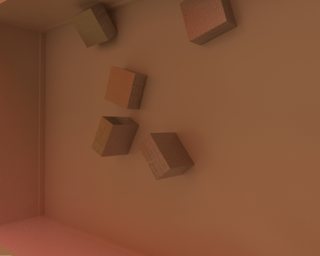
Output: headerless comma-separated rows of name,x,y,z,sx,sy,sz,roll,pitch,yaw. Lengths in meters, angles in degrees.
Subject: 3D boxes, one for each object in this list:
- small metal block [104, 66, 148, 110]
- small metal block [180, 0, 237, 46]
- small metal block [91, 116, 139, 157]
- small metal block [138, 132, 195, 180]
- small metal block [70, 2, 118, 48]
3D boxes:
small metal block,-0.050,-0.058,0.446,0.050,0.025,0.050,24,105,37
small metal block,0.055,-0.132,0.360,0.050,0.025,0.050,-20,77,38
small metal block,-0.063,0.012,0.440,0.025,0.050,0.050,35,111,34
small metal block,0.008,0.033,0.382,0.025,0.050,0.050,-45,64,31
small metal block,-0.100,-0.155,0.471,0.050,0.025,0.050,-4,125,40
